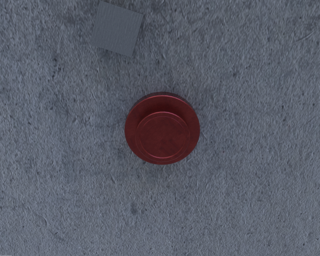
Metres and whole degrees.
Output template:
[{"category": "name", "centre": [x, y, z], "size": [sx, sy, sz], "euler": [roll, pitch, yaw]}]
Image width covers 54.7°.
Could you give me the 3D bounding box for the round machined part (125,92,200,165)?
[{"category": "round machined part", "centre": [0.003, 0.005, 0.403], "size": [0.099, 0.042, 0.097], "euler": [0, 110, -1]}]

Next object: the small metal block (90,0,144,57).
[{"category": "small metal block", "centre": [-0.050, -0.117, 0.366], "size": [0.050, 0.025, 0.050], "euler": [16, 109, -7]}]
